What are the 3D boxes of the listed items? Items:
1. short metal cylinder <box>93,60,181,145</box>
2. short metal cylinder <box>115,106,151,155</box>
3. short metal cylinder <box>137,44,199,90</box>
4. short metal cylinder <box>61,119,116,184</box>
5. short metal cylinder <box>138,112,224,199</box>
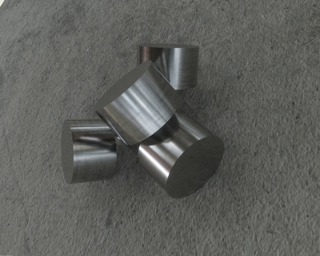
[{"bbox_3d":[-0.025,-0.027,0.333,0.080,0.050,0.080,-35,21,16],"label":"short metal cylinder"},{"bbox_3d":[-0.018,-0.007,0.403,0.080,0.050,0.080,-13,56,20],"label":"short metal cylinder"},{"bbox_3d":[0.010,-0.083,0.408,0.080,0.081,0.050,15,113,34],"label":"short metal cylinder"},{"bbox_3d":[-0.093,0.029,0.394,0.080,0.050,0.079,7,97,62],"label":"short metal cylinder"},{"bbox_3d":[0.023,0.030,0.339,0.080,0.080,0.050,-47,51,-4],"label":"short metal cylinder"}]
